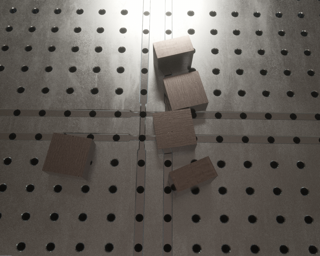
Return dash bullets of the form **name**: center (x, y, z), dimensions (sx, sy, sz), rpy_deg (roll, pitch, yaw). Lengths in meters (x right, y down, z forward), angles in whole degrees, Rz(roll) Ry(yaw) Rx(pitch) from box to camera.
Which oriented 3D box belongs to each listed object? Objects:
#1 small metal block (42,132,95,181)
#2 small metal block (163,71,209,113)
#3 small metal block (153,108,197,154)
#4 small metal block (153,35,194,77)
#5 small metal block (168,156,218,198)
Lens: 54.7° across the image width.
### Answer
- **small metal block**: center (-0.115, 0.037, 0.397), dimensions (0.050, 0.025, 0.050), rpy_deg (9, 70, 3)
- **small metal block**: center (0.034, -0.047, 0.429), dimensions (0.050, 0.025, 0.050), rpy_deg (-13, 71, -5)
- **small metal block**: center (0.019, 0.005, 0.410), dimensions (0.050, 0.025, 0.050), rpy_deg (-8, 70, -3)
- **small metal block**: center (0.018, -0.100, 0.435), dimensions (0.050, 0.050, 0.025), rpy_deg (-14, 71, -5)
- **small metal block**: center (0.038, 0.061, 0.377), dimensions (0.050, 0.050, 0.025), rpy_deg (-21, 72, -8)
